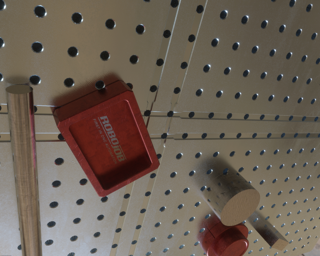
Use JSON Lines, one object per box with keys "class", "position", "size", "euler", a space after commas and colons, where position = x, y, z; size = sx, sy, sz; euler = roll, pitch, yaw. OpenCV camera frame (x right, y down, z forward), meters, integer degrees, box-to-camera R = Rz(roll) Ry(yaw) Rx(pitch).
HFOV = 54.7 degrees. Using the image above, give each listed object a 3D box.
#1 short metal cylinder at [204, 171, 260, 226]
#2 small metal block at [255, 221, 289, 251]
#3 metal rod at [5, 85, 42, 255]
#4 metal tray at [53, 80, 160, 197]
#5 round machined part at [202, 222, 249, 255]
{"class": "short metal cylinder", "position": [0.125, 0.122, 0.539], "size": [0.081, 0.050, 0.079], "euler": [-14, 124, -21]}
{"class": "small metal block", "position": [0.244, 0.235, 0.674], "size": [0.050, 0.050, 0.025], "euler": [31, 101, -38]}
{"class": "metal rod", "position": [-0.161, 0.091, 0.379], "size": [0.025, 0.025, 0.298], "euler": [-6, 121, -26]}
{"class": "metal tray", "position": [-0.060, 0.017, 0.385], "size": [0.091, 0.030, 0.129], "euler": [-27, 128, -11]}
{"class": "round machined part", "position": [0.137, 0.231, 0.618], "size": [0.099, 0.042, 0.097], "euler": [-14, 124, -21]}
